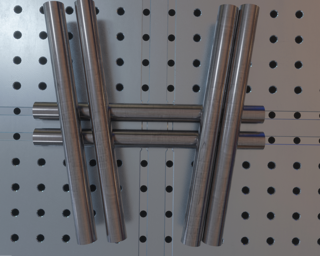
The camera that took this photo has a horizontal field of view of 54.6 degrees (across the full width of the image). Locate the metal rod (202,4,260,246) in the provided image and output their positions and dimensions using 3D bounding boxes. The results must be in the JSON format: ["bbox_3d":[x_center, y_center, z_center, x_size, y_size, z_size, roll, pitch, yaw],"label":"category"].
[{"bbox_3d":[0.089,-0.004,0.390,0.025,0.025,0.298,9,90,0],"label":"metal rod"}]

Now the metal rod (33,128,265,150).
[{"bbox_3d":[-0.014,0.015,0.414,0.302,0.025,0.025,1,90,0],"label":"metal rod"}]

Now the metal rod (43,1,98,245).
[{"bbox_3d":[-0.112,-0.006,0.388,0.025,0.025,0.298,-8,90,0],"label":"metal rod"}]

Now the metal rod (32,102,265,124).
[{"bbox_3d":[-0.014,-0.020,0.414,0.302,0.025,0.025,1,90,0],"label":"metal rod"}]

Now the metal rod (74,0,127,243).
[{"bbox_3d":[-0.074,-0.009,0.389,0.025,0.025,0.298,-8,90,0],"label":"metal rod"}]

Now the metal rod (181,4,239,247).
[{"bbox_3d":[0.062,-0.003,0.389,0.025,0.025,0.298,9,90,0],"label":"metal rod"}]
